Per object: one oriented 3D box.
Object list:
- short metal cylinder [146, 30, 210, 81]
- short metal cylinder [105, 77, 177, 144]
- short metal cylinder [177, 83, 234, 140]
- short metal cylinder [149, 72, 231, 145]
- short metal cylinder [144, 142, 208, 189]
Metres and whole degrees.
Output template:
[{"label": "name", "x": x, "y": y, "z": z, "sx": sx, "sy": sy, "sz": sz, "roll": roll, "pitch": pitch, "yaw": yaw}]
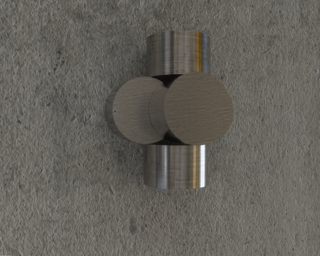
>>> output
[{"label": "short metal cylinder", "x": 0.023, "y": -0.086, "z": 0.391, "sx": 0.081, "sy": 0.080, "sz": 0.050, "roll": 0, "pitch": 90, "yaw": -20}, {"label": "short metal cylinder", "x": -0.025, "y": -0.021, "z": 0.388, "sx": 0.081, "sy": 0.050, "sz": 0.079, "roll": 0, "pitch": 90, "yaw": -21}, {"label": "short metal cylinder", "x": 0.050, "y": -0.022, "z": 0.417, "sx": 0.081, "sy": 0.050, "sz": 0.079, "roll": 0, "pitch": 90, "yaw": -21}, {"label": "short metal cylinder", "x": 0.033, "y": -0.021, "z": 0.356, "sx": 0.081, "sy": 0.050, "sz": 0.079, "roll": 0, "pitch": 90, "yaw": -21}, {"label": "short metal cylinder", "x": 0.020, "y": 0.044, "z": 0.390, "sx": 0.081, "sy": 0.080, "sz": 0.050, "roll": 0, "pitch": 90, "yaw": -20}]
